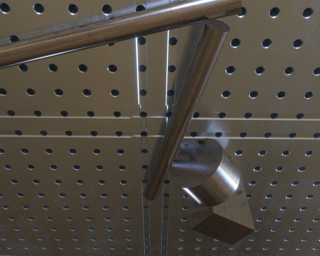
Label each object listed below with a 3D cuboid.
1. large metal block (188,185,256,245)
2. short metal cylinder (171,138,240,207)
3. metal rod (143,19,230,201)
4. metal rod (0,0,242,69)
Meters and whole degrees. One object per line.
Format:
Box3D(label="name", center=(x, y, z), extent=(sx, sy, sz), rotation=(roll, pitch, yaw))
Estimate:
Box3D(label="large metal block", center=(0.092, 0.122, 0.480), extent=(0.080, 0.080, 0.050), rotation=(27, 125, -21))
Box3D(label="short metal cylinder", center=(0.063, 0.061, 0.428), extent=(0.080, 0.080, 0.050), rotation=(-29, 124, 22))
Box3D(label="metal rod", center=(0.021, 0.004, 0.401), extent=(0.025, 0.025, 0.298), rotation=(11, 133, -9))
Box3D(label="metal rod", center=(-0.069, -0.098, 0.326), extent=(0.301, 0.025, 0.025), rotation=(-11, 130, 8))
